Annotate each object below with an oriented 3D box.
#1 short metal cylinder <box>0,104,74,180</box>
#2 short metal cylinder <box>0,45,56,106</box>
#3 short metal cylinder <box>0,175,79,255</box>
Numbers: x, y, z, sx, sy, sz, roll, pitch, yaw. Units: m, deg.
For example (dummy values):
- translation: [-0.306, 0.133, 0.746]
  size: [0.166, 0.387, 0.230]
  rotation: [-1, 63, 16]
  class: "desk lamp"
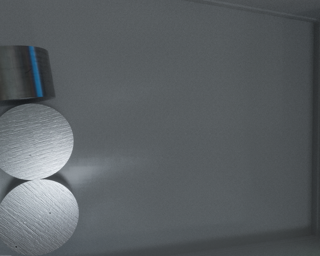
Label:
- translation: [-0.140, 0.014, 0.346]
  size: [0.081, 0.050, 0.079]
  rotation: [0, 90, -21]
  class: "short metal cylinder"
- translation: [-0.155, -0.052, 0.324]
  size: [0.081, 0.080, 0.050]
  rotation: [-10, 94, -20]
  class: "short metal cylinder"
- translation: [-0.135, 0.093, 0.348]
  size: [0.081, 0.050, 0.079]
  rotation: [0, 90, -20]
  class: "short metal cylinder"
